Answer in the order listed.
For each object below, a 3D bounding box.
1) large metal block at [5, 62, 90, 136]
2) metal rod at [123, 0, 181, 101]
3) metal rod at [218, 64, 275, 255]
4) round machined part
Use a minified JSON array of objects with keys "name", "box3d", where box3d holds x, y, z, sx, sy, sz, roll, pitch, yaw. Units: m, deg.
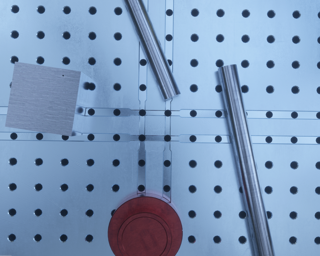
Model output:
[{"name":"large metal block","box3d":[-0.141,-0.035,0.399,0.081,0.050,0.080,9,90,-1]},{"name":"metal rod","box3d":[-0.040,-0.179,0.412,0.025,0.025,0.299,-22,90,0]},{"name":"metal rod","box3d":[0.120,0.064,0.415,0.025,0.025,0.298,-12,90,0]},{"name":"round machined part","box3d":[-0.019,0.138,0.405,0.099,0.042,0.097,0,90,-1]}]
